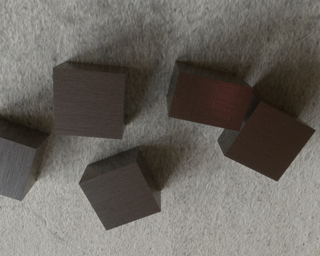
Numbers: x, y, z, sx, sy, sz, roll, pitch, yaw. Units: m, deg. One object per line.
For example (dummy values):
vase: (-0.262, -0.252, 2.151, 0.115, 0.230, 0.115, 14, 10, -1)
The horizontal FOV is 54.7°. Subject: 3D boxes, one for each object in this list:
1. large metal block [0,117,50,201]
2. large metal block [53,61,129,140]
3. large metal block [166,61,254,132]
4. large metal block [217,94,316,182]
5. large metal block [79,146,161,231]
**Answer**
large metal block: (-0.203, 0.038, 0.408, 0.080, 0.050, 0.079, 20, 109, -8)
large metal block: (-0.083, -0.035, 0.382, 0.081, 0.050, 0.079, 5, 110, -2)
large metal block: (0.053, -0.041, 0.366, 0.081, 0.080, 0.050, 12, 110, -5)
large metal block: (0.134, 0.010, 0.402, 0.080, 0.050, 0.080, 26, 108, -10)
large metal block: (-0.051, 0.082, 0.426, 0.080, 0.050, 0.080, -22, 109, 7)
